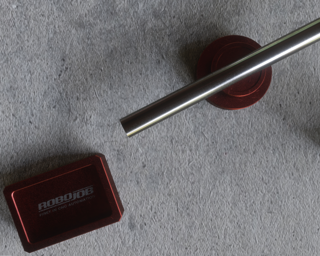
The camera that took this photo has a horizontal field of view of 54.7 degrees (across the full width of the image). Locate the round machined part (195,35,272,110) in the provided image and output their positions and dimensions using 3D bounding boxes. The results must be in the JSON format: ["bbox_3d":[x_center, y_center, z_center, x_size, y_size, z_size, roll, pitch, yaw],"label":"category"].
[{"bbox_3d":[0.097,-0.073,0.403,0.099,0.042,0.097,0,90,-1],"label":"round machined part"}]

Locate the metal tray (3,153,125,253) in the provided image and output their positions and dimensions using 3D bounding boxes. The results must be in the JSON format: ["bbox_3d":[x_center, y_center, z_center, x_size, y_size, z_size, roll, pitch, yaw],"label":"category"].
[{"bbox_3d":[-0.123,0.096,0.405,0.131,0.030,0.090,-20,90,-1],"label":"metal tray"}]

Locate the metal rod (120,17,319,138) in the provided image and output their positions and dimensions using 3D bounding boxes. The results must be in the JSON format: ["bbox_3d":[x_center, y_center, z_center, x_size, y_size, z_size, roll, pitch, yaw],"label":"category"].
[{"bbox_3d":[0.092,-0.068,0.369,0.301,0.025,0.025,-27,90,-1],"label":"metal rod"}]
